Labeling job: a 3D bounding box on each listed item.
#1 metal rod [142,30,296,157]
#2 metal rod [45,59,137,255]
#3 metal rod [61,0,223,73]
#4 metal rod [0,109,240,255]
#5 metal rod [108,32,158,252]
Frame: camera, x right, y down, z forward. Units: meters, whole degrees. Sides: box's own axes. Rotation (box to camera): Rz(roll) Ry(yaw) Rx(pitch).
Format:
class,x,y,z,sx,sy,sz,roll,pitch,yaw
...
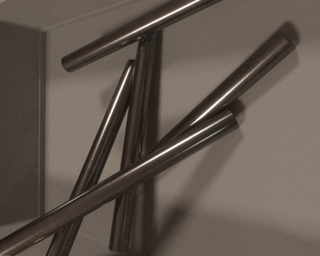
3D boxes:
class,x,y,z,sx,sy,sz,roll,pitch,yaw
metal rod,0.032,0.002,0.378,0.299,0.025,0.025,-44,64,30
metal rod,-0.083,0.046,0.395,0.025,0.025,0.299,7,70,39
metal rod,-0.008,-0.131,0.381,0.300,0.025,0.025,-17,79,29
metal rod,-0.049,0.065,0.349,0.301,0.025,0.025,-30,68,3
metal rod,-0.033,0.007,0.406,0.025,0.025,0.298,4,85,39
